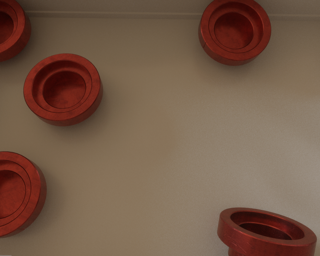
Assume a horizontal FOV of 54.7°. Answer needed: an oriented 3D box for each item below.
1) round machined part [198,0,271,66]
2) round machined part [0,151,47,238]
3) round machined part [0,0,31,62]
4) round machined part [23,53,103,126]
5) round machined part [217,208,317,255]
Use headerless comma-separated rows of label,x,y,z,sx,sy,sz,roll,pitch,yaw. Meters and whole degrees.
round machined part,0.103,-0.135,0.444,0.099,0.042,0.098,1,81,-3
round machined part,-0.184,0.080,0.370,0.099,0.042,0.098,0,70,0
round machined part,-0.234,-0.138,0.446,0.099,0.042,0.098,0,76,0
round machined part,-0.126,-0.048,0.417,0.099,0.042,0.098,0,70,0
round machined part,0.111,0.123,0.332,0.099,0.098,0.042,8,94,3
